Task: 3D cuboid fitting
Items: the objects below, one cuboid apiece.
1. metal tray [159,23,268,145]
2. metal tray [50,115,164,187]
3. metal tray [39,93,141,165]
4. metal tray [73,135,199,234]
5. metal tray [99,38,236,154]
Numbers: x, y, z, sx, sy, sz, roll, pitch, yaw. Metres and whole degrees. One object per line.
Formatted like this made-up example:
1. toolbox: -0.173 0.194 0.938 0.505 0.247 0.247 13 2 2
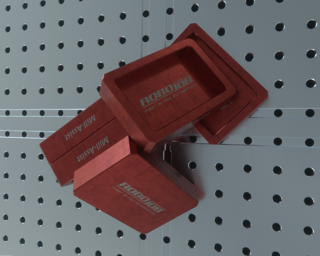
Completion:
1. metal tray: 0.057 -0.054 0.388 0.090 0.030 0.130 -45 77 14
2. metal tray: -0.062 0.025 0.397 0.130 0.090 0.030 -34 79 16
3. metal tray: -0.078 0.000 0.404 0.130 0.090 0.030 -34 79 16
4. metal tray: -0.026 0.074 0.371 0.090 0.130 0.030 -34 38 17
5. metal tray: 0.011 -0.041 0.348 0.131 0.030 0.090 -31 76 -29
